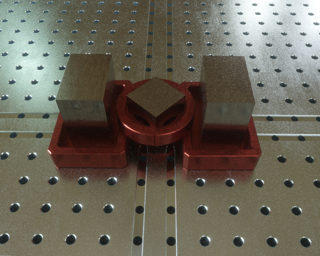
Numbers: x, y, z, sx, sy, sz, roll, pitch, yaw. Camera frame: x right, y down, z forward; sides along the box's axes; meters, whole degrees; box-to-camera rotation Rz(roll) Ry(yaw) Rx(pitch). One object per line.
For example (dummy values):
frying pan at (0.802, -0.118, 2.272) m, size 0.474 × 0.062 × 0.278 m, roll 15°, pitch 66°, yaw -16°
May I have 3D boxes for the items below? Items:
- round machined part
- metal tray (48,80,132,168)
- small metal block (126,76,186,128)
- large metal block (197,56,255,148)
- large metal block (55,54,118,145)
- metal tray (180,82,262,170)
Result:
round machined part at (-0.005, -0.016, 0.398) m, size 0.099 × 0.042 × 0.098 m, roll 0°, pitch 50°, yaw 0°
metal tray at (-0.085, -0.010, 0.411) m, size 0.091 × 0.030 × 0.130 m, roll 1°, pitch 50°, yaw 0°
small metal block at (-0.005, -0.031, 0.381) m, size 0.050 × 0.025 × 0.050 m, roll 37°, pitch 59°, yaw 27°
large metal block at (0.076, -0.032, 0.381) m, size 0.050 × 0.080 × 0.080 m, roll 1°, pitch 50°, yaw 1°
large metal block at (-0.084, -0.035, 0.383) m, size 0.050 × 0.080 × 0.080 m, roll 1°, pitch 50°, yaw 1°
metal tray at (0.074, -0.008, 0.410) m, size 0.091 × 0.030 × 0.130 m, roll 0°, pitch 50°, yaw 0°
